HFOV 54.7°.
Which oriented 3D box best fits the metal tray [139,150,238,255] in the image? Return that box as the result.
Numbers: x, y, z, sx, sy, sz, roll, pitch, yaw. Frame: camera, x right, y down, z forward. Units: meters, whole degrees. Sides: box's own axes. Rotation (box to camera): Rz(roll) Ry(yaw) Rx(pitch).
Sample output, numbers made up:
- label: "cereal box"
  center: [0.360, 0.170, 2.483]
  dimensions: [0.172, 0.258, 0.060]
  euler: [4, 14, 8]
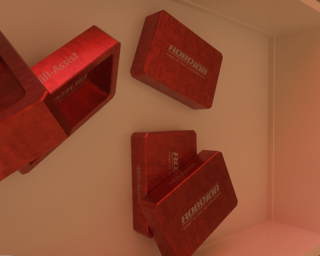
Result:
- label: "metal tray"
  center: [0.043, 0.098, 0.403]
  dimensions: [0.131, 0.030, 0.090]
  euler: [-33, 111, -35]

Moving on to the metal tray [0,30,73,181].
- label: "metal tray"
  center: [-0.123, -0.014, 0.194]
  dimensions: [0.090, 0.130, 0.030]
  euler: [-35, 137, -15]

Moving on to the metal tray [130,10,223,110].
- label: "metal tray"
  center: [0.029, -0.089, 0.429]
  dimensions: [0.131, 0.030, 0.090]
  euler: [23, 75, -38]

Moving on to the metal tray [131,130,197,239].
- label: "metal tray"
  center: [0.008, 0.069, 0.413]
  dimensions: [0.091, 0.030, 0.129]
  euler: [-3, 92, -40]

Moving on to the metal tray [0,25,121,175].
- label: "metal tray"
  center: [-0.093, -0.026, 0.288]
  dimensions: [0.030, 0.090, 0.131]
  euler: [37, 60, 9]
